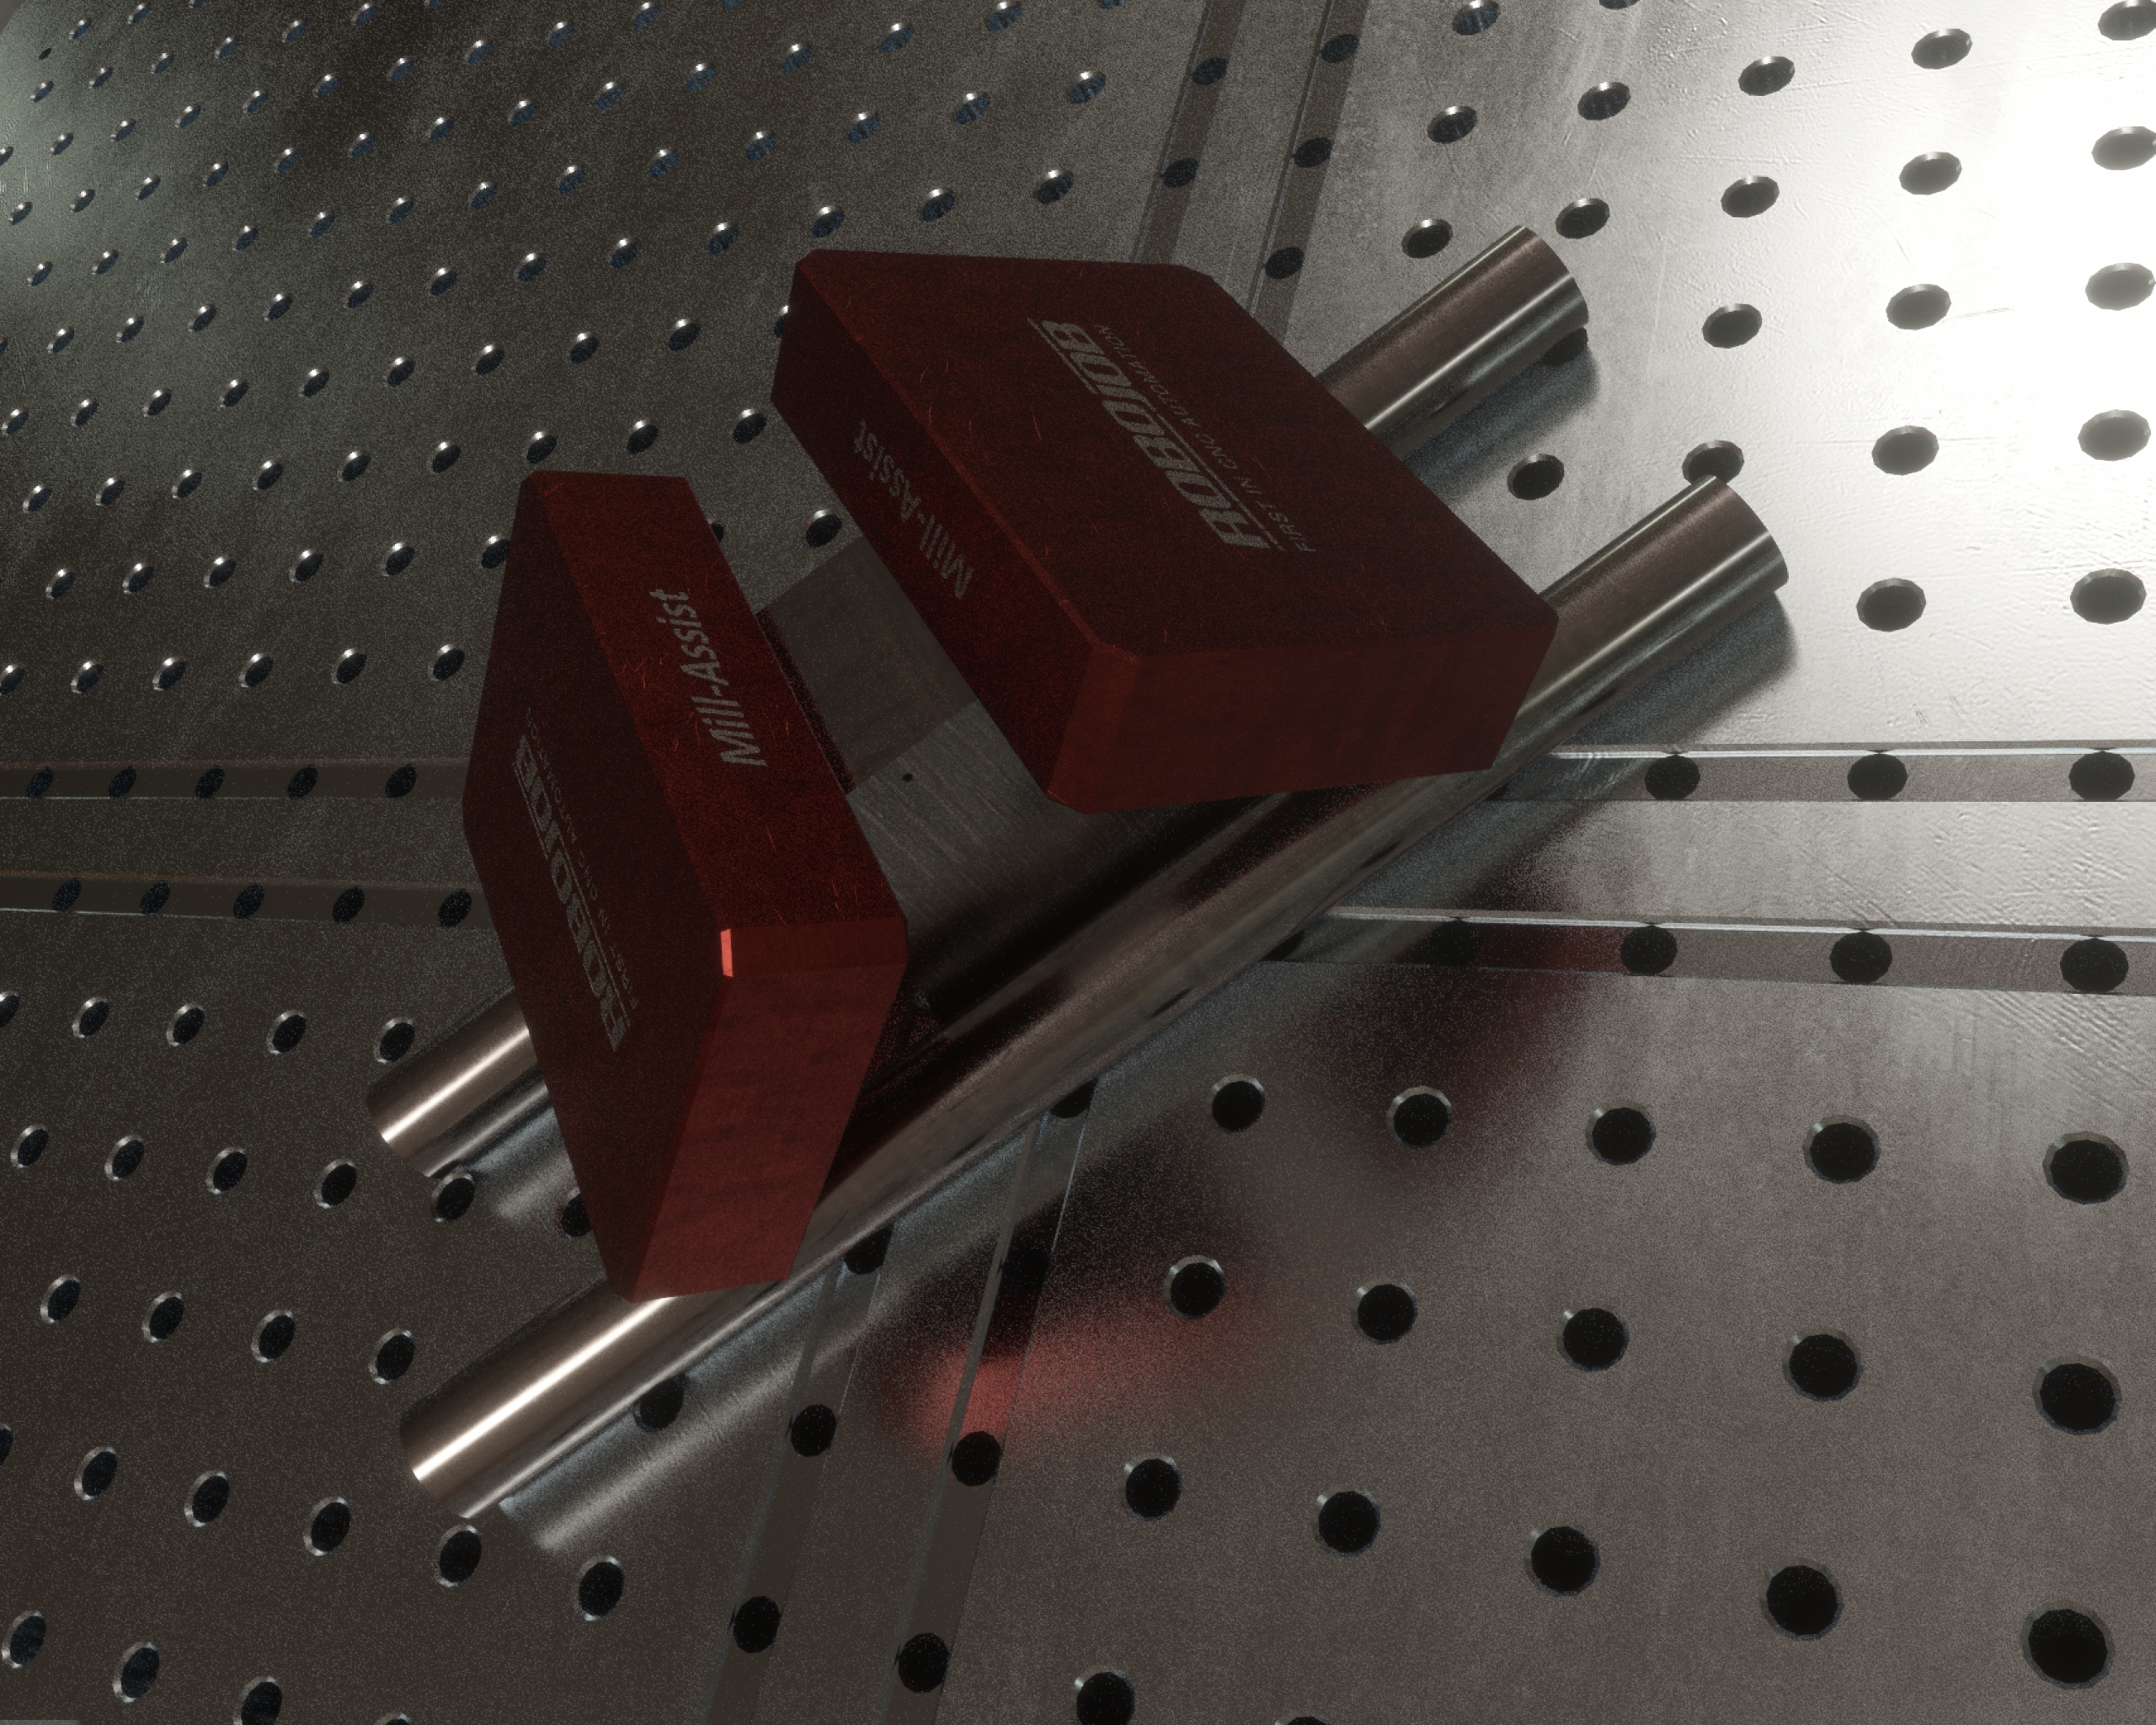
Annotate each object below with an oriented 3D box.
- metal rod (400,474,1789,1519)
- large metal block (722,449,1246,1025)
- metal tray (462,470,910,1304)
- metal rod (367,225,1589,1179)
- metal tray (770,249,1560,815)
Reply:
[{"bbox_3d":[0.000,0.027,0.391,0.300,0.025,0.025,-36,51,4],"label":"metal rod"},{"bbox_3d":[-0.016,-0.021,0.392,0.080,0.080,0.050,-36,51,4],"label":"large metal block"},{"bbox_3d":[-0.077,0.001,0.377,0.130,0.030,0.089,60,140,38],"label":"metal tray"},{"bbox_3d":[-0.023,-0.032,0.438,0.300,0.025,0.025,-37,51,3],"label":"metal rod"},{"bbox_3d":[0.011,-0.064,0.370,0.091,0.030,0.130,-7,44,-30],"label":"metal tray"}]
